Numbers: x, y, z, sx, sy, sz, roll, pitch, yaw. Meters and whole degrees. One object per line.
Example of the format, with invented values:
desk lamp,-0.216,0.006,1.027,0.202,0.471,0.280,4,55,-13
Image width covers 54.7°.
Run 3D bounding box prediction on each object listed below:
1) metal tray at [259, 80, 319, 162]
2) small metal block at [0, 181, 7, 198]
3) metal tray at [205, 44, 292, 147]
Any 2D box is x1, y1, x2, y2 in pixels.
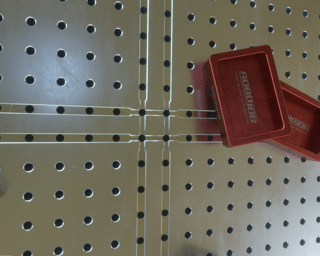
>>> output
metal tray,0.210,-0.010,0.489,0.131,0.030,0.090,22,83,-19
small metal block,-0.206,0.067,0.337,0.050,0.025,0.050,-38,103,-16
metal tray,0.122,-0.044,0.435,0.091,0.030,0.129,-12,86,-7
